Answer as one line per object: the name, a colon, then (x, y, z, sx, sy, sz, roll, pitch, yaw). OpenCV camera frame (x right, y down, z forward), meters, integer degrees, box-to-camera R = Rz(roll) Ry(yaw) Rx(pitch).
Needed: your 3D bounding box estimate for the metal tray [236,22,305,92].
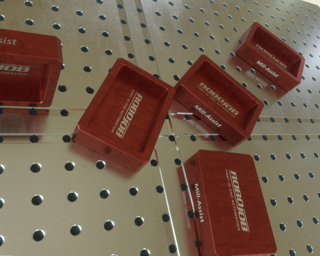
metal tray: (0.219, -0.141, 0.607, 0.130, 0.030, 0.090, 34, 51, -6)

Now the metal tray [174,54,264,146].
metal tray: (0.092, -0.045, 0.480, 0.130, 0.030, 0.090, 39, 51, -2)

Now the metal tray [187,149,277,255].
metal tray: (0.088, 0.095, 0.394, 0.091, 0.030, 0.130, 7, 58, -24)

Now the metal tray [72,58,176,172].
metal tray: (-0.040, -0.021, 0.395, 0.090, 0.030, 0.130, 29, 52, -10)

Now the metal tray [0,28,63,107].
metal tray: (-0.172, -0.058, 0.309, 0.131, 0.090, 0.030, 0, 62, -28)
